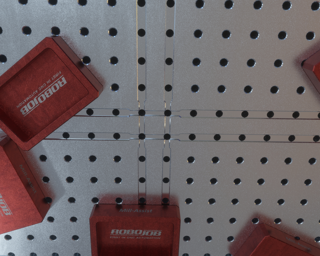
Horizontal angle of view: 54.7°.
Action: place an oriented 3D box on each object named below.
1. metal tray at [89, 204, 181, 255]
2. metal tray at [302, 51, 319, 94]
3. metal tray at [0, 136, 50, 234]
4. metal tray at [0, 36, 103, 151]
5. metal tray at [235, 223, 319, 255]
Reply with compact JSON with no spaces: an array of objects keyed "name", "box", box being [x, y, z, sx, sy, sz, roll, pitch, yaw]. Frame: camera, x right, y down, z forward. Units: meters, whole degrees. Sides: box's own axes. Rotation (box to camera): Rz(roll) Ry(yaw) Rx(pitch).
[{"name":"metal tray","box":[-0.037,0.163,0.470,0.131,0.030,0.089,1,110,-1]},{"name":"metal tray","box":[0.257,-0.057,0.393,0.090,0.030,0.130,-38,106,12]},{"name":"metal tray","box":[-0.228,0.085,0.439,0.090,0.030,0.129,-18,110,6]},{"name":"metal tray","box":[-0.151,-0.042,0.392,0.130,0.030,0.090,-36,107,11]},{"name":"metal tray","box":[0.194,0.217,0.494,0.131,0.030,0.089,26,108,-10]}]
